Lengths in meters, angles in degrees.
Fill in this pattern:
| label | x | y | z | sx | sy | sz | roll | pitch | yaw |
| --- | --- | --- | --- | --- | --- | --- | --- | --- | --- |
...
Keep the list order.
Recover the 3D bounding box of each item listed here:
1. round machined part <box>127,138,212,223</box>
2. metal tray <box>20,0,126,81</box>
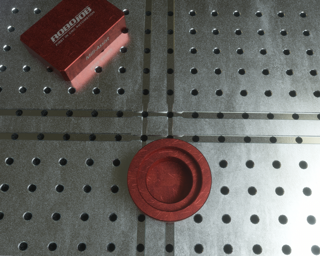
| label | x | y | z | sx | sy | sz | roll | pitch | yaw |
| --- | --- | --- | --- | --- | --- | --- | --- | --- | --- |
| round machined part | 0.011 | 0.065 | 0.379 | 0.099 | 0.042 | 0.098 | 0 | 70 | 0 |
| metal tray | -0.126 | -0.143 | 0.460 | 0.090 | 0.030 | 0.130 | 38 | 74 | 12 |
